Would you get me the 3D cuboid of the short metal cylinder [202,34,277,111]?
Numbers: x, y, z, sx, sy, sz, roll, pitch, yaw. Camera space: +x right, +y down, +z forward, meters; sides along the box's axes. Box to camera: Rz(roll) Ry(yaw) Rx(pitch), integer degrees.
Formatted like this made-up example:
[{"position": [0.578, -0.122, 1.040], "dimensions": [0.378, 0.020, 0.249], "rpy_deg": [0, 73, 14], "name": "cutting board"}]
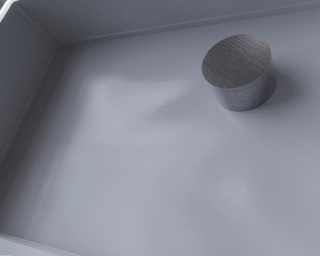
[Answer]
[{"position": [0.098, -0.067, 0.380], "dimensions": [0.080, 0.050, 0.080], "rpy_deg": [-13, 56, 21], "name": "short metal cylinder"}]
